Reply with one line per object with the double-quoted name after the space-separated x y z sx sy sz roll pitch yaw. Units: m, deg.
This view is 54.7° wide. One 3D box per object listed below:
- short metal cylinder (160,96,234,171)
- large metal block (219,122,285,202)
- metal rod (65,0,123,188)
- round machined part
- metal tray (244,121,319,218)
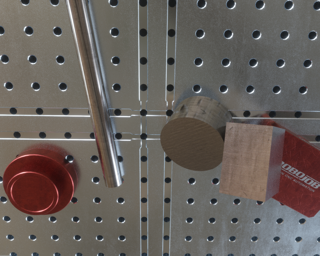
0.047 0.007 0.387 0.080 0.050 0.079 13 129 17 "short metal cylinder"
0.112 0.037 0.369 0.050 0.080 0.080 6 90 30 "large metal block"
-0.085 -0.060 0.390 0.025 0.025 0.298 -7 110 2 "metal rod"
-0.170 0.081 0.433 0.099 0.042 0.097 0 110 0 "round machined part"
0.185 0.060 0.434 0.131 0.030 0.090 29 107 -11 "metal tray"
